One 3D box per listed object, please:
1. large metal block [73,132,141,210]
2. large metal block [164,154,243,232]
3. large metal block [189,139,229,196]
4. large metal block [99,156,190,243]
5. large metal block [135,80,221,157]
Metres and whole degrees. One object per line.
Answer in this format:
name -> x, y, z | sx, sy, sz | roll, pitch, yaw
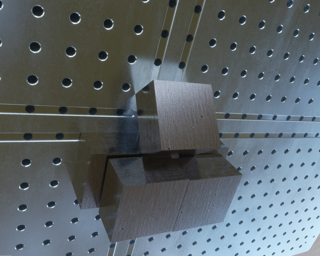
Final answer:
large metal block -> -0.061, 0.052, 0.396 | 0.081, 0.050, 0.079 | 1, 118, -30
large metal block -> 0.050, 0.083, 0.408 | 0.081, 0.050, 0.079 | 0, 119, -29
large metal block -> 0.043, 0.053, 0.452 | 0.081, 0.050, 0.079 | -1, 119, -28
large metal block -> -0.021, 0.081, 0.367 | 0.081, 0.050, 0.079 | 0, 119, -29
large metal block -> 0.021, -0.009, 0.376 | 0.081, 0.050, 0.080 | 0, 76, -29
